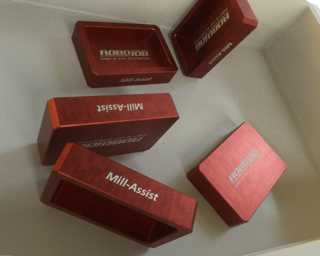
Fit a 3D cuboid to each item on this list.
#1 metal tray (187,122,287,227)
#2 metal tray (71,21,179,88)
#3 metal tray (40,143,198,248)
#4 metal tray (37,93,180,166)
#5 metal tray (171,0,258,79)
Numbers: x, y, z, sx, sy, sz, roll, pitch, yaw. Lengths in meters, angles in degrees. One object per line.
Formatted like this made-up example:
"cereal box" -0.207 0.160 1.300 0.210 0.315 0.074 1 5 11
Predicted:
"metal tray" 0.109 0.059 0.425 0.090 0.030 0.131 49 51 6
"metal tray" -0.048 -0.105 0.440 0.131 0.030 0.090 -9 66 -32
"metal tray" -0.042 0.071 0.297 0.131 0.090 0.030 27 53 -12
"metal tray" -0.056 0.001 0.332 0.131 0.090 0.030 -6 65 -31
"metal tray" 0.075 -0.147 0.466 0.030 0.129 0.090 1 61 -37
